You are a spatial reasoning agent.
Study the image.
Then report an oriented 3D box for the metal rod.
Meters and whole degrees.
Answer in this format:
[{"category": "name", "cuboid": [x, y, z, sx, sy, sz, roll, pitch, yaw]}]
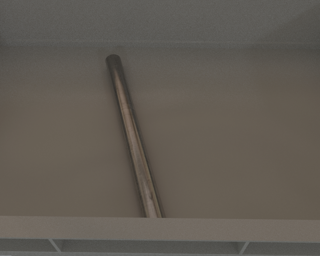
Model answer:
[{"category": "metal rod", "cuboid": [-0.037, 0.004, 0.401, 0.025, 0.025, 0.300, -11, 51, -9]}]
